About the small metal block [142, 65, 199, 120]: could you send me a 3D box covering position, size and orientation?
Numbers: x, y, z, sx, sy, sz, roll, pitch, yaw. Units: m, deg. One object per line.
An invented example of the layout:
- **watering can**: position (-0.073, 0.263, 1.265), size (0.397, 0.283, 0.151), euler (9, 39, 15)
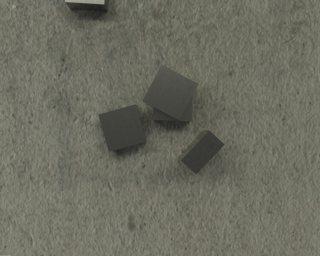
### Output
- **small metal block**: position (0.013, -0.043, 0.385), size (0.050, 0.025, 0.050), euler (28, 90, 0)

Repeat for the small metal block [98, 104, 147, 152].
- **small metal block**: position (-0.048, 0.000, 0.409), size (0.050, 0.025, 0.050), euler (-16, 90, -1)

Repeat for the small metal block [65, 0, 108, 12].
- **small metal block**: position (-0.095, -0.185, 0.409), size (0.050, 0.025, 0.050), euler (3, 90, -1)

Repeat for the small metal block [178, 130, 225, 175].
- **small metal block**: position (0.052, 0.029, 0.398), size (0.025, 0.050, 0.050), euler (44, 90, -1)

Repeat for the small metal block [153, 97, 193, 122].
- **small metal block**: position (0.017, -0.034, 0.410), size (0.050, 0.025, 0.050), euler (2, 90, -1)
